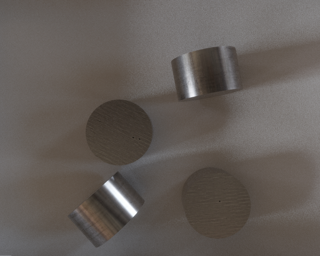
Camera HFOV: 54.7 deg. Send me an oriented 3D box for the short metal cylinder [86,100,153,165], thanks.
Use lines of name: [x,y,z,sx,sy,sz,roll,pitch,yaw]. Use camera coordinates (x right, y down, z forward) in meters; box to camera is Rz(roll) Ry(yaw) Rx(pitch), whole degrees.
short metal cylinder: [-0.049,0.005,0.398,0.081,0.050,0.080,0,90,0]

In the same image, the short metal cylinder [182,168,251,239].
short metal cylinder: [0.070,0.094,0.399,0.081,0.050,0.080,0,90,0]

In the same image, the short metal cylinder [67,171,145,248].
short metal cylinder: [-0.066,0.099,0.383,0.080,0.080,0.050,-42,90,0]

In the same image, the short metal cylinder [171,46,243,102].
short metal cylinder: [0.058,-0.065,0.384,0.080,0.080,0.050,-11,90,0]
